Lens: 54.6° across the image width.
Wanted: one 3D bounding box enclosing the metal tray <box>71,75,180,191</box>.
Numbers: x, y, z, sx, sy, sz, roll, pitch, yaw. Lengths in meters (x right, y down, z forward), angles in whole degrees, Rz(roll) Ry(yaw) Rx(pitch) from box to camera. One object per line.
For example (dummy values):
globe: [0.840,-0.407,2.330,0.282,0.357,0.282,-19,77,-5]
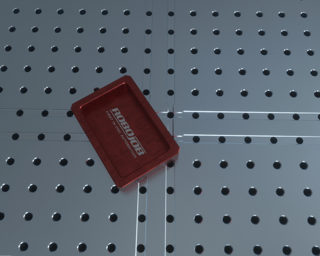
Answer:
metal tray: [-0.046,0.004,0.407,0.090,0.030,0.130,-31,73,-11]
